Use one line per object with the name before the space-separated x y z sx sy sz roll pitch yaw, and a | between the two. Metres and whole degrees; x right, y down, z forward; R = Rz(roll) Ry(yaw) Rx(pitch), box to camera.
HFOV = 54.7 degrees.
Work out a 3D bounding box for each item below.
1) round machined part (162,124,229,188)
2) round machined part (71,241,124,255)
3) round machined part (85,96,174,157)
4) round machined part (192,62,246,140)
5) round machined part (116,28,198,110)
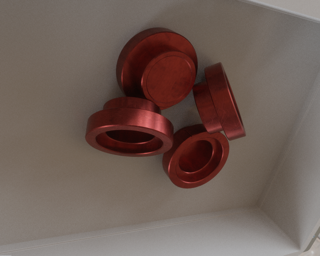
round machined part | 0.047 0.036 0.448 0.099 0.042 0.097 -14 125 -21
round machined part | -0.100 0.230 0.489 0.099 0.042 0.097 -14 125 -21
round machined part | -0.033 -0.002 0.358 0.099 0.042 0.098 2 156 1
round machined part | 0.073 -0.030 0.392 0.042 0.098 0.098 -19 131 16
round machined part | 0.002 -0.063 0.361 0.099 0.042 0.097 -14 124 -21
